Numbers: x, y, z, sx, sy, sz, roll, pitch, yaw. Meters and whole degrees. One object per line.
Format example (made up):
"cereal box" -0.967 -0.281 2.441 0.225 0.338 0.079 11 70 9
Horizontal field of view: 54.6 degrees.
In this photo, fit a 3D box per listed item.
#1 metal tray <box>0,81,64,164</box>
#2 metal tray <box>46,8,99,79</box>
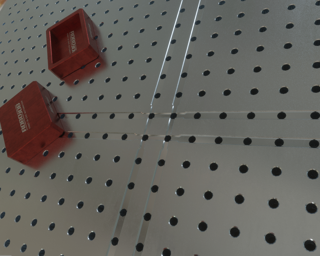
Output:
"metal tray" -0.225 -0.013 0.533 0.090 0.030 0.130 -38 51 2
"metal tray" -0.172 -0.165 0.597 0.090 0.030 0.130 -27 52 11
